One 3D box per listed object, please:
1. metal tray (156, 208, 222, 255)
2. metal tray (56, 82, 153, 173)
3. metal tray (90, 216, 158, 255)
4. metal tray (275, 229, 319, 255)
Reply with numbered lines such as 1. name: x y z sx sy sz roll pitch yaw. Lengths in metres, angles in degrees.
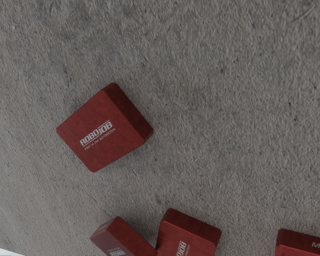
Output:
1. metal tray: 0.040 0.199 0.506 0.090 0.030 0.129 20 126 16
2. metal tray: -0.084 0.004 0.450 0.130 0.030 0.090 -31 101 38
3. metal tray: -0.068 0.206 0.544 0.090 0.030 0.129 43 145 -1
4. metal tray: 0.219 0.189 0.404 0.130 0.030 0.089 8 122 24
